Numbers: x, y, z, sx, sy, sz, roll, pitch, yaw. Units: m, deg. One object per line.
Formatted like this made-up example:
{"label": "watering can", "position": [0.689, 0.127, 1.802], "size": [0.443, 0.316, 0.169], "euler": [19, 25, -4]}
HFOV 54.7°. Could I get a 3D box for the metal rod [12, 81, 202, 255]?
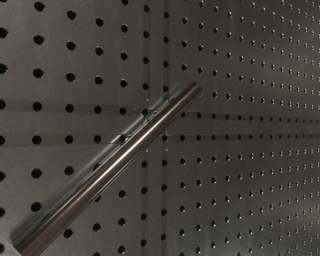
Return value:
{"label": "metal rod", "position": [-0.041, 0.032, 0.376], "size": [0.301, 0.025, 0.025], "euler": [-44, 117, -31]}
